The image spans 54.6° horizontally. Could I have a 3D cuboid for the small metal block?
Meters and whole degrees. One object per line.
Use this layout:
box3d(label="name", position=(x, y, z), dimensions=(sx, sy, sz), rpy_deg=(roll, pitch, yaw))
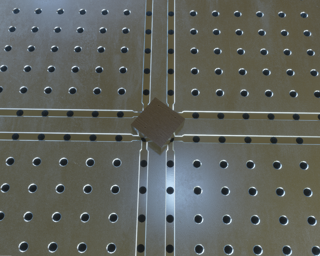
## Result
box3d(label="small metal block", position=(-0.002, -0.004, 0.413), dimensions=(0.050, 0.025, 0.050), rpy_deg=(37, 74, 12))
